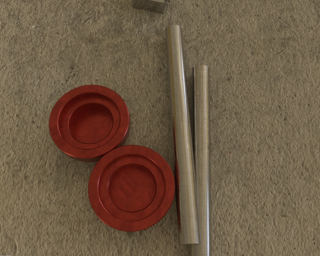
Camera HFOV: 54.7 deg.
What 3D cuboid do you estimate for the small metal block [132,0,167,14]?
[{"bbox_3d":[-0.013,-0.212,0.485,0.050,0.025,0.050,13,70,4],"label":"small metal block"}]

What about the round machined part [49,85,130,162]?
[{"bbox_3d":[-0.087,-0.003,0.400,0.099,0.042,0.098,0,70,0],"label":"round machined part"}]

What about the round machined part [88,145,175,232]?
[{"bbox_3d":[-0.033,0.072,0.371,0.099,0.042,0.098,1,72,-3],"label":"round machined part"}]

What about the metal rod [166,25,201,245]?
[{"bbox_3d":[0.027,-0.009,0.400,0.025,0.025,0.299,-2,66,-1],"label":"metal rod"}]

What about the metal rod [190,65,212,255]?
[{"bbox_3d":[0.051,0.057,0.387,0.025,0.025,0.299,3,70,1],"label":"metal rod"}]
